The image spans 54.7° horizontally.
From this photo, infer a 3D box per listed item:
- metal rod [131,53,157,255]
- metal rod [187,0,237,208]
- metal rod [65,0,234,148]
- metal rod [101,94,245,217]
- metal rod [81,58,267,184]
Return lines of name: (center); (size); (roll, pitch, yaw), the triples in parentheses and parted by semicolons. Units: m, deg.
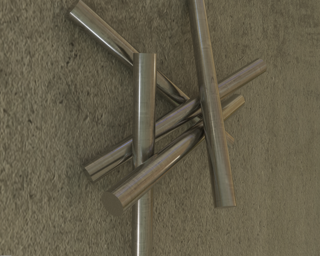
metal rod: (-0.019, 0.068, 0.354); (0.025, 0.025, 0.298); (-9, 107, -40)
metal rod: (0.062, -0.052, 0.395); (0.025, 0.025, 0.299); (14, 62, -39)
metal rod: (0.008, -0.053, 0.410); (0.301, 0.025, 0.025); (37, 67, -34)
metal rod: (0.041, 0.012, 0.383); (0.302, 0.025, 0.025); (-33, 112, -49)
metal rod: (0.036, -0.022, 0.404); (0.302, 0.025, 0.025); (-32, 111, -26)
